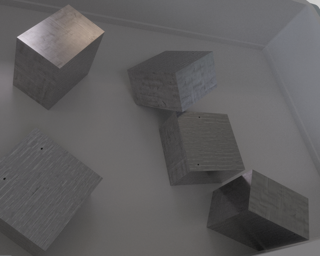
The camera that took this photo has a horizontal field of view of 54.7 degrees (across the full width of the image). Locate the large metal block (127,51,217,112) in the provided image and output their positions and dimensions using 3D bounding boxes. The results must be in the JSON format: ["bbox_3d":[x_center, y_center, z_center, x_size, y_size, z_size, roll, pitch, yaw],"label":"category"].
[{"bbox_3d":[0.018,-0.066,0.412,0.081,0.080,0.050,-36,125,-38],"label":"large metal block"}]

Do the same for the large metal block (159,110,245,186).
[{"bbox_3d":[0.052,0.027,0.401,0.081,0.050,0.080,2,61,-27],"label":"large metal block"}]

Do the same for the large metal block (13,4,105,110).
[{"bbox_3d":[-0.117,-0.080,0.356,0.050,0.080,0.080,37,51,-4],"label":"large metal block"}]

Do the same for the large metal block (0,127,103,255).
[{"bbox_3d":[-0.115,0.061,0.290,0.080,0.050,0.080,38,51,-3],"label":"large metal block"}]

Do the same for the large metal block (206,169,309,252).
[{"bbox_3d":[0.115,0.102,0.370,0.080,0.080,0.050,28,52,-11],"label":"large metal block"}]
